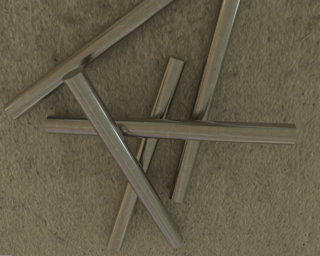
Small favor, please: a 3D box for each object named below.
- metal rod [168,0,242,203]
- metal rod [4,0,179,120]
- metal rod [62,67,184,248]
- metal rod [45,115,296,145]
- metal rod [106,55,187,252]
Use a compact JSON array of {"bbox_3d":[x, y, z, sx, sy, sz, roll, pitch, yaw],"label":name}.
[{"bbox_3d":[0.056,-0.036,0.397,0.025,0.025,0.298,11,110,-5],"label":"metal rod"},{"bbox_3d":[-0.067,-0.102,0.371,0.300,0.025,0.025,-33,107,11],"label":"metal rod"},{"bbox_3d":[-0.033,0.058,0.398,0.025,0.025,0.299,-22,121,7],"label":"metal rod"},{"bbox_3d":[0.004,0.001,0.380,0.301,0.025,0.025,2,111,10],"label":"metal rod"},{"bbox_3d":[-0.025,0.048,0.427,0.025,0.025,0.298,17,109,-7],"label":"metal rod"}]
